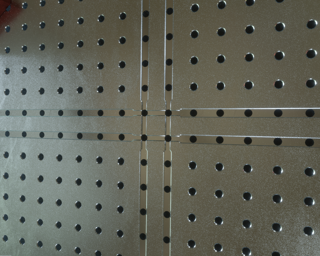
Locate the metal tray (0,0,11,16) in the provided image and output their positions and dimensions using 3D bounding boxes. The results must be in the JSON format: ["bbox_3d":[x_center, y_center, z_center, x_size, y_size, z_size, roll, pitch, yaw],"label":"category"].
[{"bbox_3d":[-0.322,-0.201,0.520,0.130,0.030,0.090,-40,78,15],"label":"metal tray"}]
